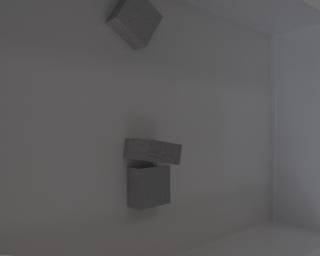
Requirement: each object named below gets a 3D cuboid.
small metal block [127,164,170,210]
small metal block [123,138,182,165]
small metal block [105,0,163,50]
[{"bbox_3d":[-0.014,0.073,0.395,0.050,0.025,0.050,-1,91,-40],"label":"small metal block"},{"bbox_3d":[-0.010,0.029,0.382,0.050,0.050,0.025,12,82,-39],"label":"small metal block"},{"bbox_3d":[-0.031,-0.133,0.380,0.050,0.025,0.050,39,67,-33],"label":"small metal block"}]
